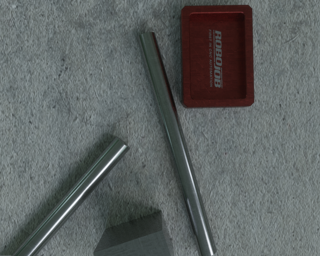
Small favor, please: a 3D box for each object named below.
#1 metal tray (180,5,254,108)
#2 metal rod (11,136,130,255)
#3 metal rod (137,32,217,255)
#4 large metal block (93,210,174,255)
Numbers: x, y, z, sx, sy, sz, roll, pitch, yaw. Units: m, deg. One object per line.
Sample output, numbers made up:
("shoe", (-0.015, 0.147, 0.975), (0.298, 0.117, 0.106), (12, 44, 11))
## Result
("metal tray", (0.074, -0.092, 0.408), (0.091, 0.030, 0.129), (-1, 90, -1))
("metal rod", (-0.147, 0.132, 0.408), (0.025, 0.025, 0.300), (41, 90, -1))
("metal rod", (0.022, 0.022, 0.410), (0.025, 0.025, 0.298), (-16, 90, 0))
("large metal block", (-0.028, 0.149, 0.382), (0.080, 0.080, 0.050), (-18, 90, 0))
